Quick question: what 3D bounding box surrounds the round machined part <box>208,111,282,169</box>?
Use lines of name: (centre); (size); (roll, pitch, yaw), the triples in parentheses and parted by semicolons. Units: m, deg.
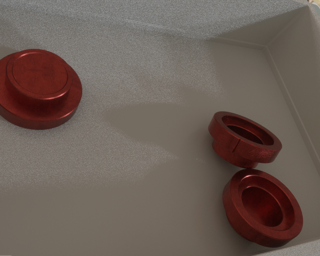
round machined part: (0.111, 0.019, 0.424); (0.099, 0.042, 0.098); (19, 24, -8)

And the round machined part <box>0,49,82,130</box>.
round machined part: (-0.137, -0.050, 0.351); (0.099, 0.042, 0.098); (14, 56, -21)

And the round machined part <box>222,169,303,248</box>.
round machined part: (0.122, 0.103, 0.388); (0.099, 0.042, 0.098); (15, 42, -13)
